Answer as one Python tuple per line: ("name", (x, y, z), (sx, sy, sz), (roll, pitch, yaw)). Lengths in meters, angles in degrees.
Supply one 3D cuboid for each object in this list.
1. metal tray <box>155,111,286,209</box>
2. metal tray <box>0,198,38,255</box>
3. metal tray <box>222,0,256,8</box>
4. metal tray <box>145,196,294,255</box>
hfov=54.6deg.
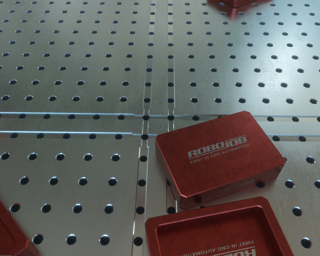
("metal tray", (0.069, 0.034, 0.376), (0.131, 0.030, 0.090), (-15, 52, -13))
("metal tray", (-0.200, 0.107, 0.313), (0.090, 0.030, 0.130), (-37, 59, -27))
("metal tray", (0.180, -0.308, 0.664), (0.131, 0.030, 0.090), (-28, 55, -21))
("metal tray", (0.057, 0.123, 0.300), (0.131, 0.030, 0.090), (-9, 51, -8))
